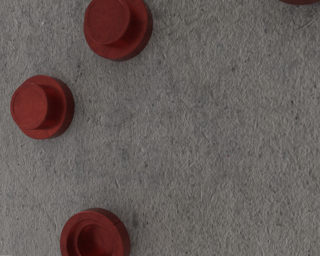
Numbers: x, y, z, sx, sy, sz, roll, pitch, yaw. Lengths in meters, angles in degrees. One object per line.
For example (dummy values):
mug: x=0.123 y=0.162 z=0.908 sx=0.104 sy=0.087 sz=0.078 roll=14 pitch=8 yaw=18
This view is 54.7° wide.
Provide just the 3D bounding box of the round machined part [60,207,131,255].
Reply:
round machined part: x=-0.085 y=0.159 z=0.430 sx=0.098 sy=0.042 sz=0.097 roll=0 pitch=90 yaw=20

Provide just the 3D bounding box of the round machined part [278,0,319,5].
round machined part: x=0.161 y=-0.184 z=0.343 sx=0.098 sy=0.042 sz=0.097 roll=0 pitch=90 yaw=20

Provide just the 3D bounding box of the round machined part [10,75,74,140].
round machined part: x=-0.182 y=-0.031 z=0.464 sx=0.098 sy=0.042 sz=0.097 roll=0 pitch=90 yaw=20

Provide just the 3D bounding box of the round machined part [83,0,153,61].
round machined part: x=-0.063 y=-0.143 z=0.422 sx=0.098 sy=0.042 sz=0.097 roll=0 pitch=90 yaw=20
